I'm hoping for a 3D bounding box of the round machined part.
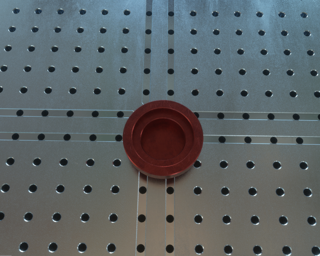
[{"bbox_3d":[0.004,0.017,0.397,0.099,0.042,0.098,0,70,0],"label":"round machined part"}]
